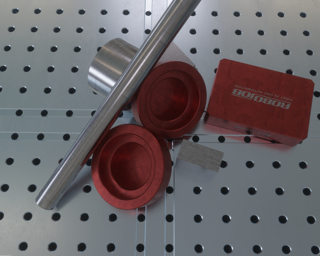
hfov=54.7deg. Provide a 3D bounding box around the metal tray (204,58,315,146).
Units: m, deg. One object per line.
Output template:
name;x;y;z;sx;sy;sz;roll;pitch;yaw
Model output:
metal tray;0.135;-0.036;0.423;0.131;0.030;0.090;15;71;5

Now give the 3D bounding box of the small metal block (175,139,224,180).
small metal block;0.047;0.040;0.384;0.050;0.050;0.025;19;71;6

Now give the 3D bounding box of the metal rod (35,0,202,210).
metal rod;-0.053;-0.027;0.355;0.025;0.025;0.299;39;100;12

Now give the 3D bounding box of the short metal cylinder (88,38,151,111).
short metal cylinder;-0.047;-0.070;0.405;0.050;0.080;0.080;33;73;16

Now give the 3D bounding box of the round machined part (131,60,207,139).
round machined part;0.008;-0.038;0.398;0.099;0.042;0.097;-9;109;-26

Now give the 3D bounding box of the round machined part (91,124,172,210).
round machined part;-0.030;0.045;0.371;0.098;0.042;0.097;-3;83;26

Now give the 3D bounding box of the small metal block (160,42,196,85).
small metal block;0.014;-0.087;0.444;0.050;0.025;0.050;-36;74;-12
